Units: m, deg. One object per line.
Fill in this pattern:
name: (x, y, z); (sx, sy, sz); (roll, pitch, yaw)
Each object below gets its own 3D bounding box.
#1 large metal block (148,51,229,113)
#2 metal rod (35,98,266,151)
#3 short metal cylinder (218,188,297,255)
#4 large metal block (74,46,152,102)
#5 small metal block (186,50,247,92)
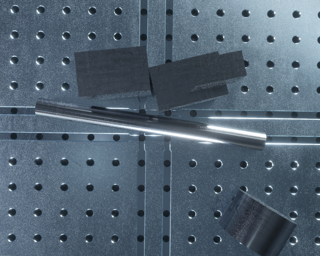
large metal block: (0.032, -0.053, 0.386); (0.080, 0.080, 0.050); (-14, 90, -1)
metal rod: (-0.011, -0.005, 0.413); (0.302, 0.025, 0.025); (9, 90, -1)
short metal cylinder: (0.121, 0.118, 0.388); (0.080, 0.080, 0.050); (31, 90, -1)
large metal block: (-0.053, -0.064, 0.385); (0.081, 0.080, 0.050); (-6, 90, 0)
small metal block: (0.056, -0.058, 0.322); (0.050, 0.050, 0.025); (-12, 90, 0)
